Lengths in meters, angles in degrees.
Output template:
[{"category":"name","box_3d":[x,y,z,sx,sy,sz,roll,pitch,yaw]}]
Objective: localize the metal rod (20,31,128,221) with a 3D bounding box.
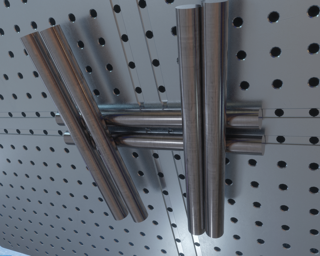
[{"category":"metal rod","box_3d":[-0.115,0.011,0.448,0.025,0.025,0.299,-8,114,32]}]

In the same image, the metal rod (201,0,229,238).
[{"category":"metal rod","box_3d":[0.063,0.013,0.355,0.025,0.025,0.298,9,122,24]}]

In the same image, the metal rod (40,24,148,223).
[{"category":"metal rod","box_3d":[-0.082,0.009,0.429,0.025,0.025,0.299,-8,115,32]}]

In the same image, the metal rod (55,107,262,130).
[{"category":"metal rod","box_3d":[-0.021,-0.013,0.415,0.300,0.025,0.025,1,119,27]}]

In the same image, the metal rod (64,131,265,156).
[{"category":"metal rod","box_3d":[-0.013,0.017,0.430,0.300,0.025,0.025,1,119,27]}]

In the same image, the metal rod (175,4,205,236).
[{"category":"metal rod","box_3d":[0.040,0.014,0.368,0.025,0.025,0.298,9,122,24]}]
